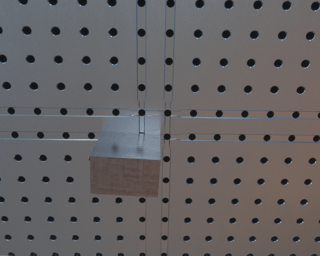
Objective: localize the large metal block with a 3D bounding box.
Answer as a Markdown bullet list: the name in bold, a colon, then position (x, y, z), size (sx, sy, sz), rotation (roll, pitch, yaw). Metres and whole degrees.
- **large metal block**: position (-0.041, 0.044, 0.400), size (0.081, 0.080, 0.050), rotation (4, 110, -2)
